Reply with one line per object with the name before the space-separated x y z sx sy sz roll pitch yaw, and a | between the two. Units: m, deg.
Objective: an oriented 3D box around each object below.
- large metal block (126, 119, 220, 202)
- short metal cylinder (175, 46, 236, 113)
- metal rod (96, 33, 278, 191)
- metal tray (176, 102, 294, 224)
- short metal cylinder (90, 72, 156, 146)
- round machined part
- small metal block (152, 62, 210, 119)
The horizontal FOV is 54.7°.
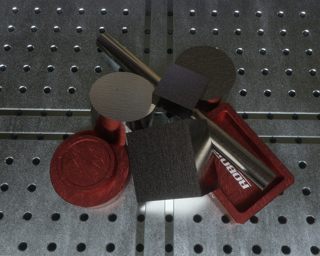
large metal block | 0.014 0.037 0.353 0.080 0.050 0.080 -13 84 30
short metal cylinder | 0.057 -0.063 0.418 0.081 0.050 0.080 0 70 0
metal rod | 0.018 -0.034 0.394 0.025 0.025 0.300 -41 66 -14
metal tray | 0.088 0.042 0.390 0.090 0.030 0.130 -35 74 -12
short metal cylinder | -0.047 -0.025 0.391 0.081 0.050 0.080 5 53 -6
round machined part | -0.086 0.047 0.380 0.099 0.042 0.098 0 70 0
small metal block | 0.024 -0.043 0.368 0.050 0.025 0.050 25 64 9
